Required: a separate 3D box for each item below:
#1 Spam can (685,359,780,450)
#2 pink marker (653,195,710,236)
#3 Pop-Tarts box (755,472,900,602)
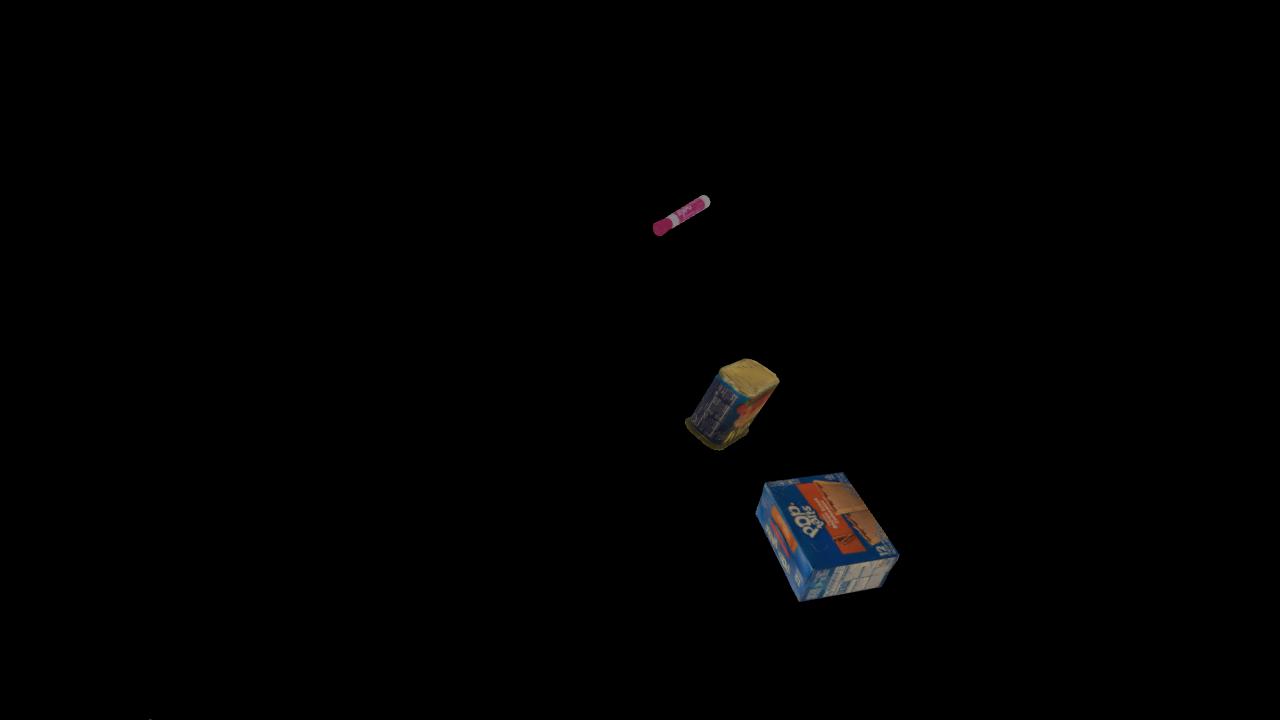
[{"bbox_3d":[0.112,0.050,0.738,0.058,0.085,0.101,39,29,21],"label":"Spam can"},{"bbox_3d":[0.056,-0.194,0.826,0.020,0.020,0.121,0,29,43],"label":"pink marker"},{"bbox_3d":[0.278,0.263,0.938,0.141,0.083,0.167,-4,36,-13],"label":"Pop-Tarts box"}]
